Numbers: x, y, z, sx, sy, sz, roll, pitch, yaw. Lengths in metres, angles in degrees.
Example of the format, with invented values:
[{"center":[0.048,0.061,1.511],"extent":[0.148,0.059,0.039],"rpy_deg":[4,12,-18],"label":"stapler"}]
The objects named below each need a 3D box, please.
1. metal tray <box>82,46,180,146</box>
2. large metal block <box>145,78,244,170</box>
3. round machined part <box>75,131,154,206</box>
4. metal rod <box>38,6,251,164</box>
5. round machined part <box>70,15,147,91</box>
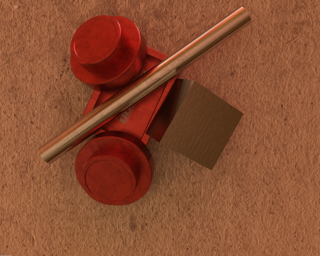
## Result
[{"center":[-0.037,-0.043,0.408],"extent":[0.090,0.030,0.129],"rpy_deg":[25,90,0],"label":"metal tray"},{"center":[0.042,-0.005,0.385],"extent":[0.080,0.050,0.080],"rpy_deg":[29,89,-25],"label":"large metal block"},{"center":[-0.058,0.056,0.385],"extent":[0.099,0.042,0.097],"rpy_deg":[2,111,6],"label":"round machined part"},{"center":[-0.018,-0.053,0.382],"extent":[0.301,0.025,0.025],"rpy_deg":[-35,90,0],"label":"metal rod"},{"center":[-0.070,-0.098,0.382],"extent":[0.098,0.042,0.098],"rpy_deg":[-7,68,19],"label":"round machined part"}]
